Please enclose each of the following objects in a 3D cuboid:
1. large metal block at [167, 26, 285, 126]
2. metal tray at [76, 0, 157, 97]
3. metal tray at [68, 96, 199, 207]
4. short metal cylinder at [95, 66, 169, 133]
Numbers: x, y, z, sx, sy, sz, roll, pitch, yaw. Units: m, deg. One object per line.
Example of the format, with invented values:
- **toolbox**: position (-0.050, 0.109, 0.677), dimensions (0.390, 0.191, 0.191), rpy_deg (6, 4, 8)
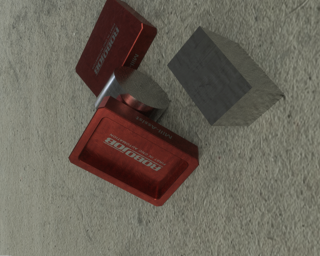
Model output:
- **large metal block**: position (0.067, -0.048, 0.314), dimensions (0.050, 0.081, 0.080), rpy_deg (-47, 62, 30)
- **metal tray**: position (-0.069, -0.113, 0.459), dimensions (0.090, 0.030, 0.129), rpy_deg (48, 118, 29)
- **metal tray**: position (-0.030, 0.032, 0.372), dimensions (0.131, 0.030, 0.090), rpy_deg (30, 118, -12)
- **short metal cylinder**: position (-0.035, -0.034, 0.398), dimensions (0.050, 0.081, 0.080), rpy_deg (-52, 60, 27)
